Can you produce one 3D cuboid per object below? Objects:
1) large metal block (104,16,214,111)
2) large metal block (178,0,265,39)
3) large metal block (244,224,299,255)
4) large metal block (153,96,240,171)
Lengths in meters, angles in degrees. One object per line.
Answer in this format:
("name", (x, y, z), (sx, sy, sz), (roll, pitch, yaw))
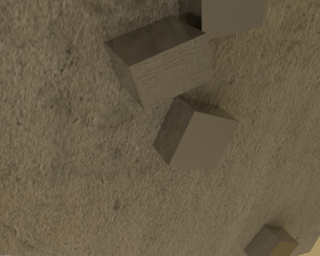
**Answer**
("large metal block", (-0.003, -0.072, 0.327), (0.080, 0.080, 0.050), (-27, 128, -12))
("large metal block", (0.067, -0.148, 0.337), (0.081, 0.050, 0.079), (-18, 126, -18))
("large metal block", (0.251, 0.269, 0.699), (0.080, 0.050, 0.080), (21, 107, -36))
("large metal block", (0.049, 0.008, 0.424), (0.081, 0.050, 0.079), (11, 113, -33))
